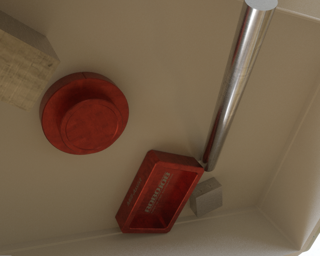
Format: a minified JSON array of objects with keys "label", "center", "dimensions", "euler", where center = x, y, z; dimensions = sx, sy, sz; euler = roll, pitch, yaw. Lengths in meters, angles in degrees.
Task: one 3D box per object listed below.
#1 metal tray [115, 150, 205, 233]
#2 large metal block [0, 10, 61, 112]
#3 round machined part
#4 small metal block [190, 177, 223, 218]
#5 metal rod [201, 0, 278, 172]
[{"label":"metal tray","center":[-0.001,0.100,0.468],"dimensions":[0.091,0.030,0.129],"euler":[14,111,-34]},{"label":"large metal block","center":[-0.139,-0.066,0.257],"dimensions":[0.080,0.080,0.050],"euler":[27,103,-38]},{"label":"round machined part","center":[-0.081,-0.010,0.348],"dimensions":[0.099,0.042,0.097],"euler":[-14,125,-21]},{"label":"small metal block","center":[0.078,0.118,0.527],"dimensions":[0.050,0.025,0.050],"euler":[-21,127,-17]},{"label":"metal rod","center":[0.076,-0.020,0.363],"dimensions":[0.025,0.025,0.299],"euler":[-24,152,-14]}]
